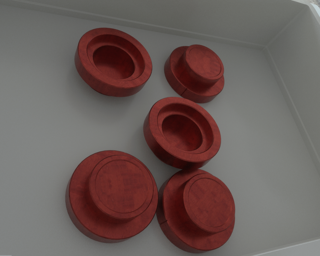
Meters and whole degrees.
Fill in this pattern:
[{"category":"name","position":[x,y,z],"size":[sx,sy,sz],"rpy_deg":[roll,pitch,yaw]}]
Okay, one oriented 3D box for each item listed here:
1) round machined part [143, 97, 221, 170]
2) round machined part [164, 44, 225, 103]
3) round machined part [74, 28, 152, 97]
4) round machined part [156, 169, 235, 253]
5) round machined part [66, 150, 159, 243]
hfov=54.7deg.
[{"category":"round machined part","position":[0.025,0.011,0.397],"size":[0.099,0.042,0.098],"rpy_deg":[14,50,-17]},{"category":"round machined part","position":[0.060,-0.090,0.482],"size":[0.099,0.042,0.098],"rpy_deg":[14,56,-21]},{"category":"round machined part","position":[-0.063,-0.081,0.410],"size":[0.099,0.042,0.098],"rpy_deg":[14,56,-21]},{"category":"round machined part","position":[0.048,0.092,0.364],"size":[0.099,0.042,0.098],"rpy_deg":[14,56,-21]},{"category":"round machined part","position":[-0.046,0.067,0.329],"size":[0.099,0.042,0.098],"rpy_deg":[14,56,-21]}]
